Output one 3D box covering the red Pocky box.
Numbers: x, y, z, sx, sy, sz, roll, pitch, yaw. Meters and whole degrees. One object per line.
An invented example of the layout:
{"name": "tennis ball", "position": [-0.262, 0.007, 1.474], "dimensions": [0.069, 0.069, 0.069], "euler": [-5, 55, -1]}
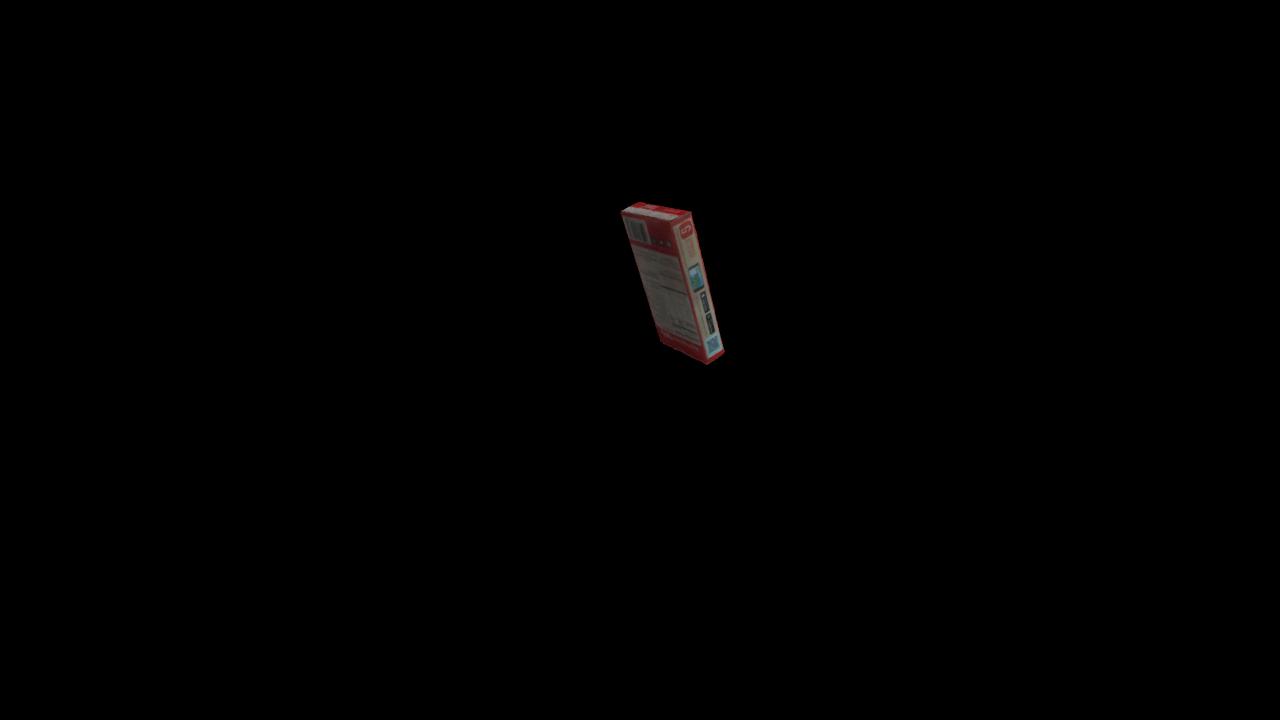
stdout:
{"name": "red Pocky box", "position": [0.033, -0.075, 0.600], "dimensions": [0.028, 0.155, 0.083], "euler": [-33, 35, -23]}
